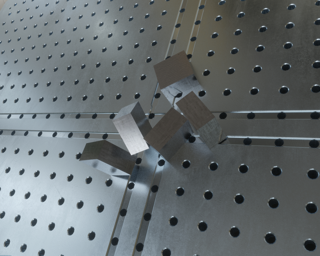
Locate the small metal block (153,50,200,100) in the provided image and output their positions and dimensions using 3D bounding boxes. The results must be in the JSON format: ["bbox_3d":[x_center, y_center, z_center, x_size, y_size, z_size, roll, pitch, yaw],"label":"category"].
[{"bbox_3d":[0.023,-0.076,0.444,0.050,0.025,0.050,-25,53,13],"label":"small metal block"}]

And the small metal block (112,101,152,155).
[{"bbox_3d":[-0.032,-0.001,0.398,0.025,0.050,0.050,-22,17,15],"label":"small metal block"}]

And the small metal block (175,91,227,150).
[{"bbox_3d":[0.050,-0.009,0.372,0.025,0.050,0.050,-37,51,4],"label":"small metal block"}]

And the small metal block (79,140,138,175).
[{"bbox_3d":[-0.066,0.039,0.394,0.050,0.050,0.025,-11,54,51],"label":"small metal block"}]

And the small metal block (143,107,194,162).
[{"bbox_3d":[0.012,0.009,0.378,0.025,0.050,0.050,40,84,23],"label":"small metal block"}]
